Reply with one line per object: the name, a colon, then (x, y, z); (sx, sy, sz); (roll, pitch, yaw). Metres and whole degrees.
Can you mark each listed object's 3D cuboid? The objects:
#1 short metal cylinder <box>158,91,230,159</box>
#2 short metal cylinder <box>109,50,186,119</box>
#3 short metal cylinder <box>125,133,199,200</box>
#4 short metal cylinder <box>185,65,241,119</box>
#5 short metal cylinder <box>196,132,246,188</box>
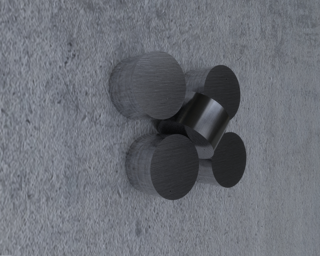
short metal cylinder: (0.045, -0.003, 0.411); (0.080, 0.080, 0.050); (47, 62, -30)
short metal cylinder: (-0.015, -0.050, 0.378); (0.081, 0.050, 0.079); (0, 90, -40)
short metal cylinder: (0.004, 0.047, 0.394); (0.081, 0.050, 0.079); (0, 90, -40)
short metal cylinder: (0.072, -0.048, 0.450); (0.081, 0.050, 0.079); (0, 90, -40)
short metal cylinder: (0.084, 0.045, 0.462); (0.081, 0.050, 0.079); (0, 90, -40)
